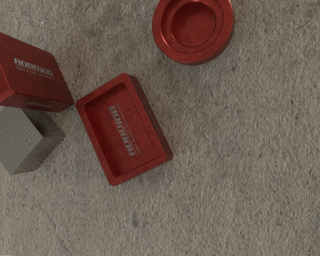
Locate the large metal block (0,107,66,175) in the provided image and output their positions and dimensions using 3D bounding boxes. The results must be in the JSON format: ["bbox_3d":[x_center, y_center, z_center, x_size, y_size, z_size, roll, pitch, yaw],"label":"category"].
[{"bbox_3d":[-0.205,0.012,0.468,0.080,0.050,0.080,-46,76,14],"label":"large metal block"}]

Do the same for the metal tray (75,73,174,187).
[{"bbox_3d":[-0.050,0.002,0.423,0.090,0.030,0.130,-28,81,17],"label":"metal tray"}]

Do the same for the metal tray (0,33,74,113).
[{"bbox_3d":[-0.178,-0.071,0.415,0.030,0.130,0.090,-28,81,14],"label":"metal tray"}]

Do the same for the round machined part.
[{"bbox_3d":[0.043,-0.126,0.385,0.098,0.042,0.097,0,90,20],"label":"round machined part"}]
